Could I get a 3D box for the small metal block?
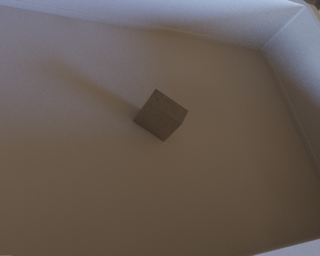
[{"bbox_3d":[0.000,-0.015,0.401,0.050,0.050,0.025,34,51,-6],"label":"small metal block"}]
